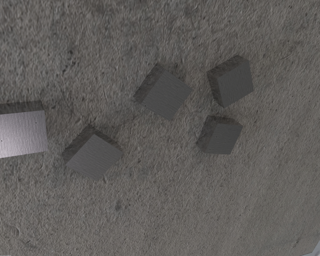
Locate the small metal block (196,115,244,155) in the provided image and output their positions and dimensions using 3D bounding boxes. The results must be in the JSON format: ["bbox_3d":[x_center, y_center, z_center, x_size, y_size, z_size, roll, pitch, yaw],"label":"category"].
[{"bbox_3d":[0.089,0.011,0.462,0.050,0.025,0.050,6,116,-31],"label":"small metal block"}]

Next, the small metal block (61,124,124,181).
[{"bbox_3d":[-0.082,0.031,0.381,0.050,0.025,0.050,-47,129,5],"label":"small metal block"}]

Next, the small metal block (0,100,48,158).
[{"bbox_3d":[-0.148,0.001,0.326,0.050,0.025,0.050,-8,122,-24],"label":"small metal block"}]

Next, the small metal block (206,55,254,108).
[{"bbox_3d":[0.096,-0.063,0.420,0.050,0.025,0.050,-30,129,-9],"label":"small metal block"}]

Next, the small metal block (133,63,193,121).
[{"bbox_3d":[0.004,-0.044,0.382,0.050,0.025,0.050,28,103,-38],"label":"small metal block"}]
